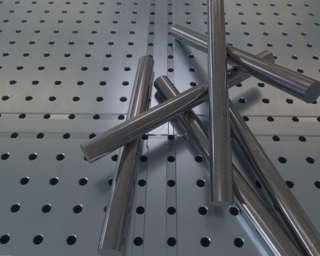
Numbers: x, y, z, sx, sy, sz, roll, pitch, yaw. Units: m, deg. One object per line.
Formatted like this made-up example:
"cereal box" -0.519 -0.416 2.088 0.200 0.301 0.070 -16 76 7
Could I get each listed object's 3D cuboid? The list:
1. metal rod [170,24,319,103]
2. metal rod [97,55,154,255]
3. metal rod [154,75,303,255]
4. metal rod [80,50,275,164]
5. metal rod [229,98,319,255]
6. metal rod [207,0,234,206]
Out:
"metal rod" 0.095 -0.105 0.439 0.025 0.025 0.300 -22 36 -17
"metal rod" -0.035 0.008 0.400 0.025 0.025 0.300 4 50 3
"metal rod" 0.067 0.035 0.378 0.025 0.025 0.300 -20 53 -16
"metal rod" 0.039 -0.037 0.405 0.302 0.025 0.025 -29 56 -23
"metal rod" 0.124 0.053 0.363 0.025 0.025 0.300 -14 51 -11
"metal rod" 0.073 -0.054 0.391 0.025 0.025 0.299 3 63 2
